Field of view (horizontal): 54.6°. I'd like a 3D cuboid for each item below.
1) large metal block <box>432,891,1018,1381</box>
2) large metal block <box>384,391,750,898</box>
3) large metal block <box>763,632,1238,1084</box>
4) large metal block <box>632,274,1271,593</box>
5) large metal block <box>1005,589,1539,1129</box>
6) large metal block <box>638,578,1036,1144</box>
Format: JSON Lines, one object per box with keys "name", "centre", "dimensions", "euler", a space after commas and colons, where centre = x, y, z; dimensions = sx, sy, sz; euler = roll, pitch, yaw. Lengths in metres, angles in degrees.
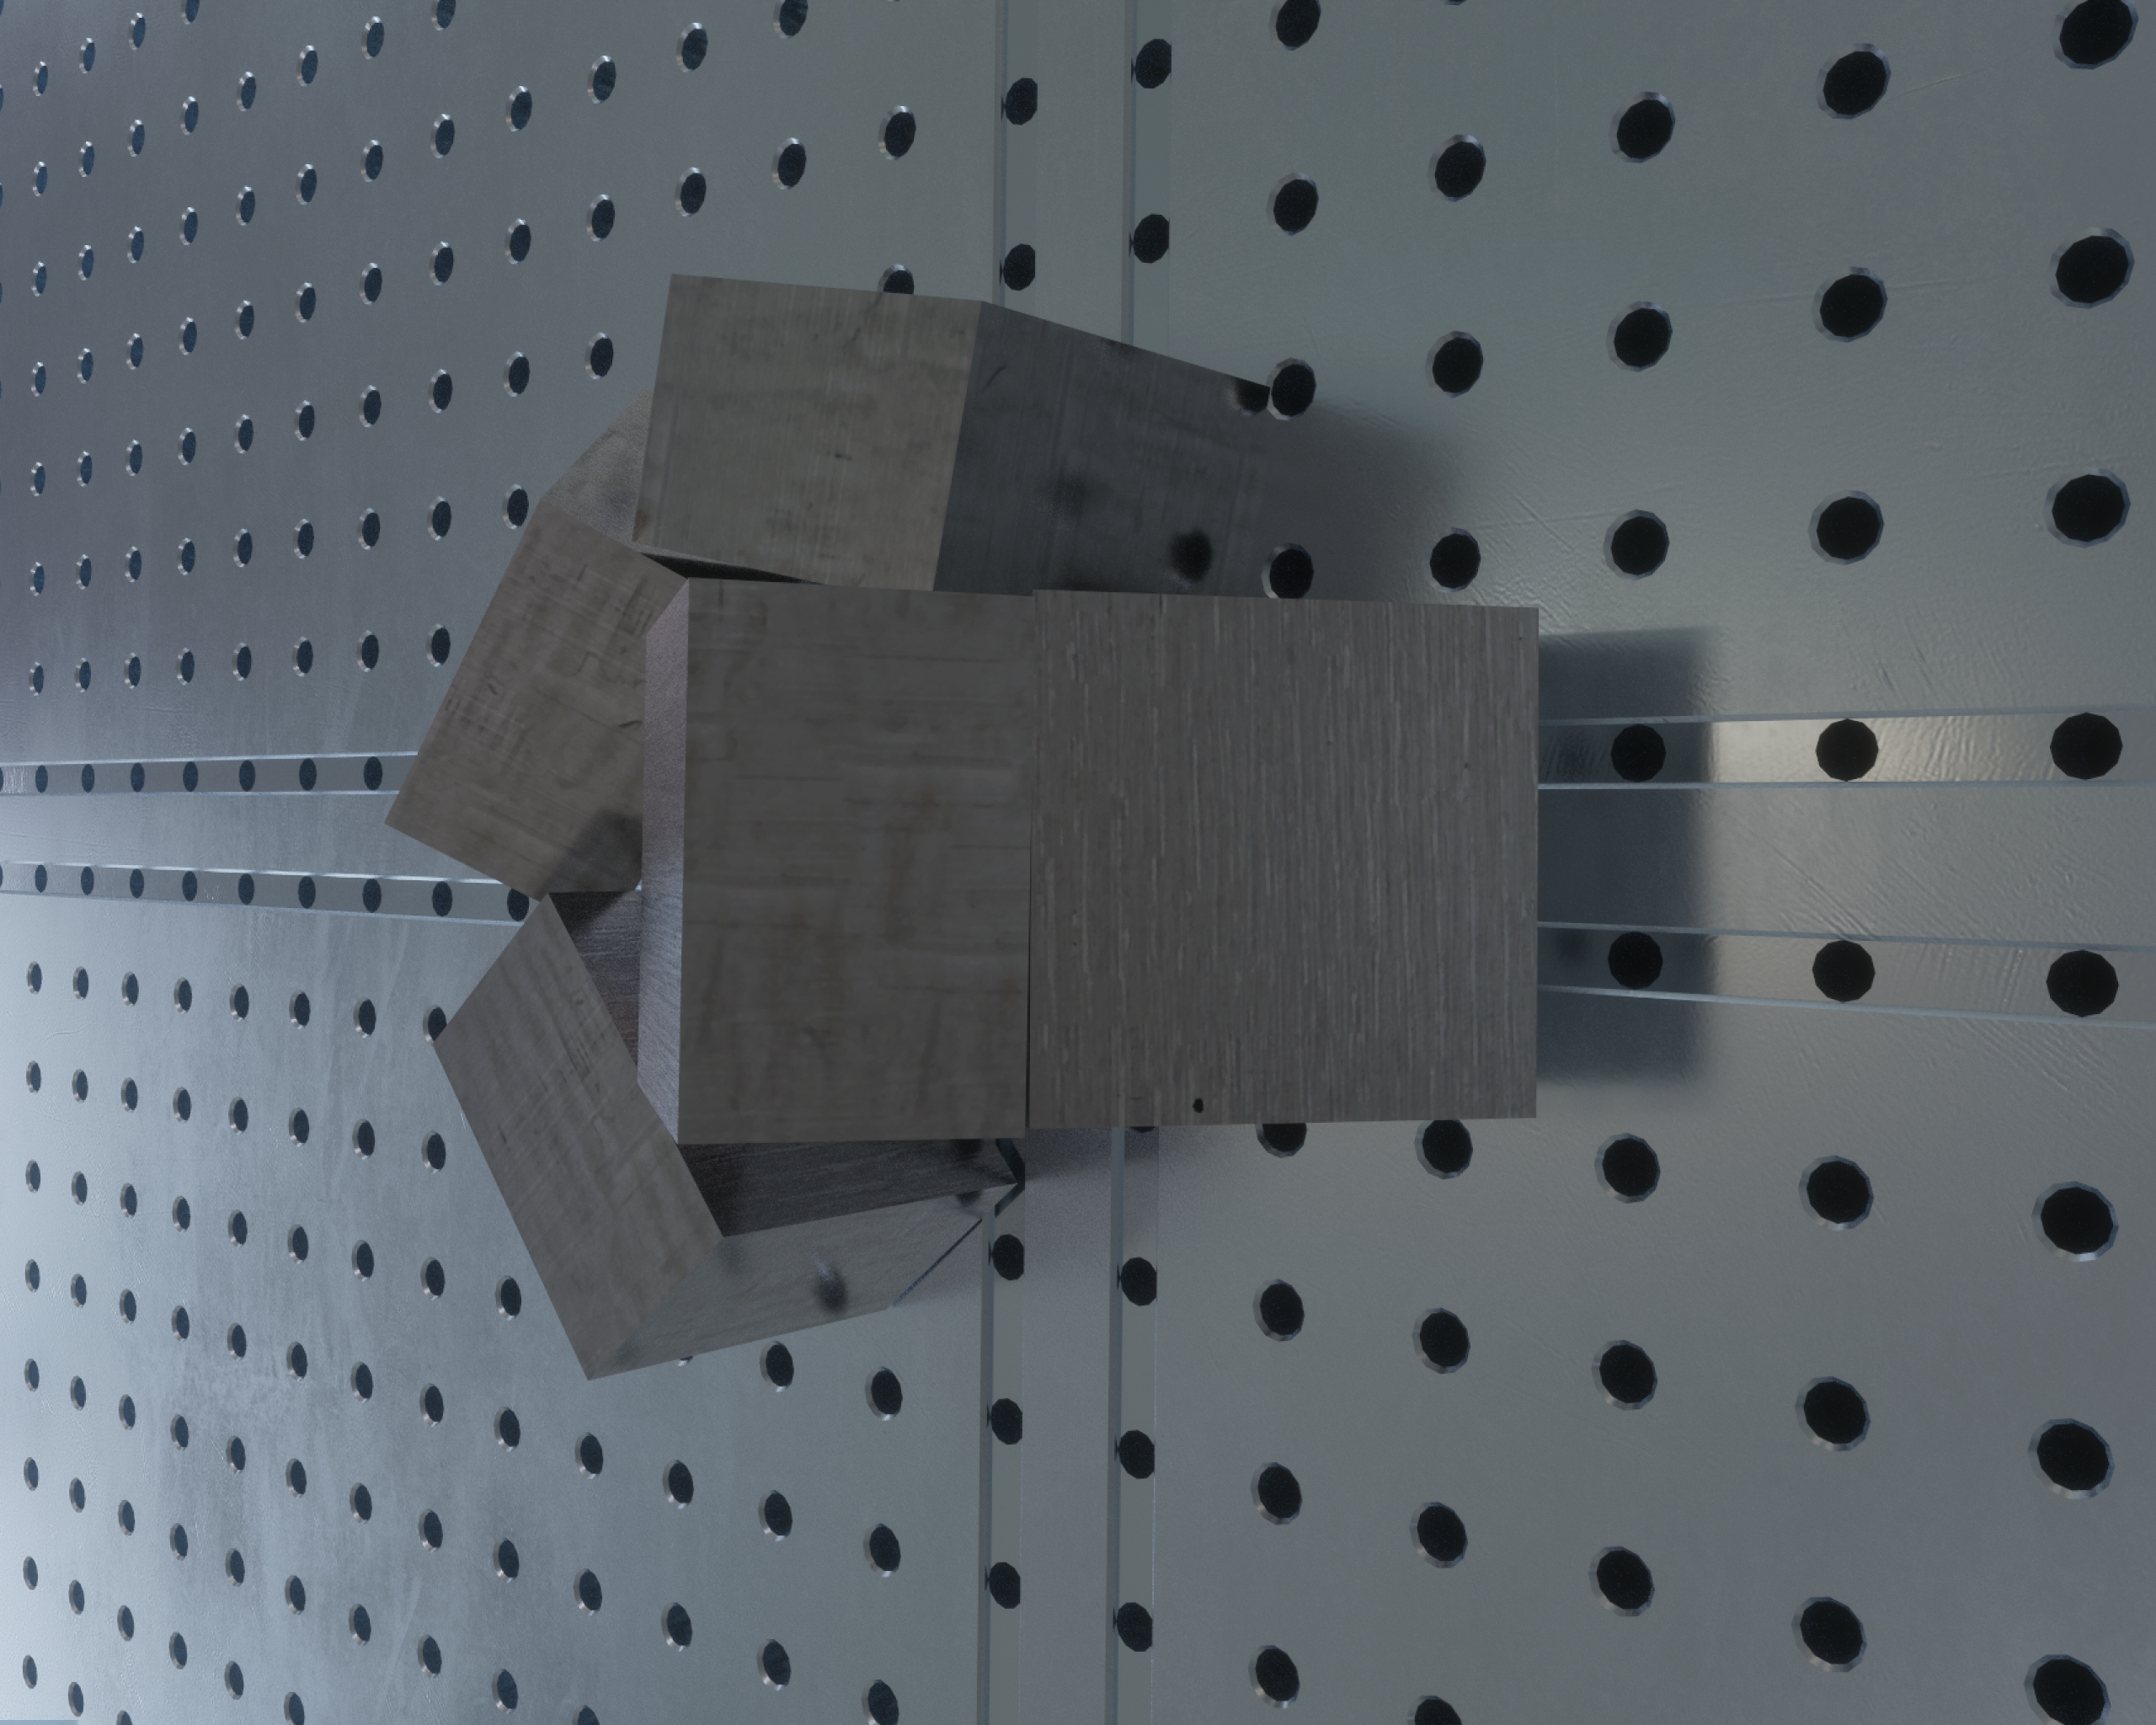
{"name": "large metal block", "centre": [-0.073, 0.052, 0.433], "dimensions": [0.050, 0.081, 0.080], "euler": [-47, 63, 29]}
{"name": "large metal block", "centre": [-0.096, -0.045, 0.446], "dimensions": [0.050, 0.080, 0.080], "euler": [29, 116, -11]}
{"name": "large metal block", "centre": [-0.016, -0.002, 0.407], "dimensions": [0.080, 0.050, 0.080], "euler": [1, 91, 40]}
{"name": "large metal block", "centre": [-0.024, -0.075, 0.394], "dimensions": [0.080, 0.081, 0.050], "euler": [17, 101, 39]}
{"name": "large metal block", "centre": [0.027, 0.000, 0.341], "dimensions": [0.050, 0.081, 0.080], "euler": [179, 92, -77]}
{"name": "large metal block", "centre": [-0.042, 0.000, 0.338], "dimensions": [0.080, 0.050, 0.080], "euler": [-179, 91, -74]}
